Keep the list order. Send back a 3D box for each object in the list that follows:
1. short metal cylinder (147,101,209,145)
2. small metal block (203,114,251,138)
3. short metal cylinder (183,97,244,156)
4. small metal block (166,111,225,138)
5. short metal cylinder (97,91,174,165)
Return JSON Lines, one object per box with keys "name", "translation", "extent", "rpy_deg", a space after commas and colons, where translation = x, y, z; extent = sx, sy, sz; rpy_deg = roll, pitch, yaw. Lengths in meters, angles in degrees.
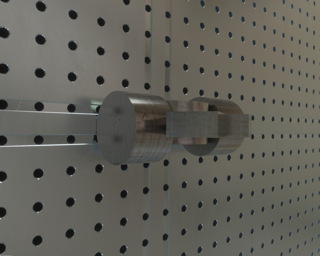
{"name": "short metal cylinder", "translation": [0.021, -0.006, 0.391], "extent": [0.081, 0.080, 0.050], "rpy_deg": [1, 89, -40]}
{"name": "small metal block", "translation": [0.078, -0.002, 0.359], "extent": [0.050, 0.050, 0.025], "rpy_deg": [1, 90, -71]}
{"name": "short metal cylinder", "translation": [0.071, -0.002, 0.432], "extent": [0.050, 0.080, 0.080], "rpy_deg": [1, 90, -39]}
{"name": "small metal block", "translation": [0.038, -0.003, 0.319], "extent": [0.050, 0.050, 0.025], "rpy_deg": [1, 90, -72]}
{"name": "short metal cylinder", "translation": [-0.029, 0.000, 0.348], "extent": [0.050, 0.080, 0.080], "rpy_deg": [1, 89, -40]}
